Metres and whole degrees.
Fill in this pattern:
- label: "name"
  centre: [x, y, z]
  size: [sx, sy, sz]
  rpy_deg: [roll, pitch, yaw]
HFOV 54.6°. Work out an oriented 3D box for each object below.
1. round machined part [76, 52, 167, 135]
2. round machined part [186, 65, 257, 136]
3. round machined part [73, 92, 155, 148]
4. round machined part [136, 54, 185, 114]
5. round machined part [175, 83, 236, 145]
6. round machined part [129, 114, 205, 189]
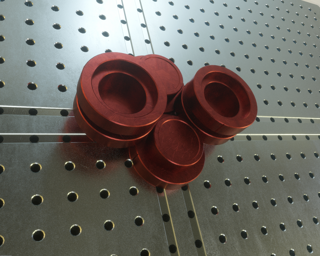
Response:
- label: "round machined part"
  centre: [-0.045, -0.035, 0.352]
  size: [0.099, 0.042, 0.098]
  rpy_deg: [13, 56, -21]
- label: "round machined part"
  centre: [0.078, -0.033, 0.417]
  size: [0.099, 0.042, 0.098]
  rpy_deg: [13, 56, -21]
- label: "round machined part"
  centre: [-0.056, -0.019, 0.378]
  size: [0.099, 0.042, 0.098]
  rpy_deg: [13, 56, -21]
- label: "round machined part"
  centre: [-0.007, -0.063, 0.431]
  size: [0.099, 0.042, 0.098]
  rpy_deg: [13, 56, -21]
- label: "round machined part"
  centre: [0.064, -0.019, 0.442]
  size: [0.099, 0.042, 0.098]
  rpy_deg: [13, 56, -21]
- label: "round machined part"
  centre: [0.015, 0.024, 0.389]
  size: [0.099, 0.042, 0.098]
  rpy_deg: [13, 56, -21]
